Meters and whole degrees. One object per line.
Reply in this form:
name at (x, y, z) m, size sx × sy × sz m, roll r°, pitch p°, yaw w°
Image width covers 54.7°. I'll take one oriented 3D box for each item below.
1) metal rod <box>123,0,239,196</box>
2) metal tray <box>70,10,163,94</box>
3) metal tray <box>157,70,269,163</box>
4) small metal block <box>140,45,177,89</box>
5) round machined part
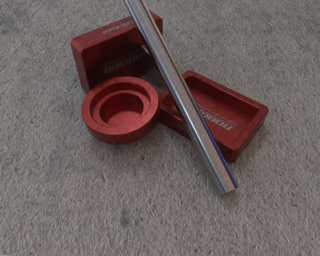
metal rod at (0.017, -0.060, 0.386) m, size 0.025 × 0.025 × 0.299 m, roll -21°, pitch 75°, yaw -17°
metal tray at (-0.056, -0.107, 0.451) m, size 0.131 × 0.089 × 0.030 m, roll -30°, pitch 57°, yaw -23°
metal tray at (0.066, -0.021, 0.420) m, size 0.130 × 0.030 × 0.090 m, roll 31°, pitch 56°, yaw 23°
small metal block at (-0.005, -0.095, 0.461) m, size 0.025 × 0.050 × 0.050 m, roll -37°, pitch 74°, yaw -24°
round machined part at (-0.048, -0.018, 0.403) m, size 0.099 × 0.042 × 0.098 m, roll -3°, pitch 53°, yaw 5°
